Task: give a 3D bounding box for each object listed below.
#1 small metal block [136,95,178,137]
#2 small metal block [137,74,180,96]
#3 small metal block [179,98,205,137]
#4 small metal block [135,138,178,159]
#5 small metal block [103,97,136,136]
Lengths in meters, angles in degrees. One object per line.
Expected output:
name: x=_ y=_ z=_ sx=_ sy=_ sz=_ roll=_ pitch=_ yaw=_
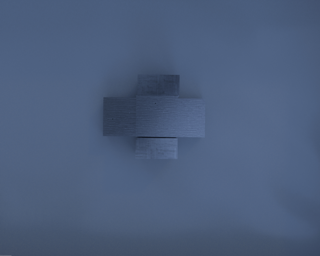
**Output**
small metal block: x=-0.004 y=-0.014 z=0.384 sx=0.050 sy=0.025 sz=0.050 roll=1 pitch=90 yaw=-1
small metal block: x=-0.002 y=-0.052 z=0.396 sx=0.050 sy=0.050 sz=0.025 roll=1 pitch=90 yaw=0
small metal block: x=0.033 y=-0.013 z=0.410 sx=0.050 sy=0.025 sz=0.050 roll=1 pitch=90 yaw=-1
small metal block: x=-0.004 y=0.024 z=0.396 sx=0.050 sy=0.050 sz=0.025 roll=1 pitch=90 yaw=0
small metal block: x=-0.047 y=-0.014 z=0.409 sx=0.050 sy=0.025 sz=0.050 roll=1 pitch=90 yaw=0
